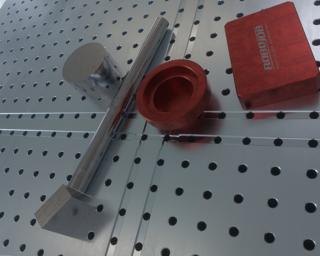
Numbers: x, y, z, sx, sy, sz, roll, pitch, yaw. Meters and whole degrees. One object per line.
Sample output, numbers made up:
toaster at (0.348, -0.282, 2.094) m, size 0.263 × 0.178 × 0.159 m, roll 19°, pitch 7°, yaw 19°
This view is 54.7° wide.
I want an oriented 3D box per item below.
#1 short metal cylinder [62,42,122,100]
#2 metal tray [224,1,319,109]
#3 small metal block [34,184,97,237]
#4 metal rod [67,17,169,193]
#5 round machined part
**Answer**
short metal cylinder at (-0.111, -0.093, 0.507) m, size 0.080 × 0.050 × 0.080 m, roll -13°, pitch 56°, yaw 21°
metal tray at (0.136, -0.094, 0.391) m, size 0.090 × 0.030 × 0.130 m, roll -14°, pitch 56°, yaw 20°
small metal block at (-0.118, 0.104, 0.390) m, size 0.050 × 0.050 × 0.025 m, roll -47°, pitch 51°, yaw -4°
metal rod at (-0.055, -0.046, 0.465) m, size 0.025 × 0.025 × 0.300 m, roll 12°, pitch 67°, yaw 33°
round machined part at (0.021, -0.040, 0.411) m, size 0.098 × 0.042 × 0.098 m, roll -13°, pitch 56°, yaw 21°
